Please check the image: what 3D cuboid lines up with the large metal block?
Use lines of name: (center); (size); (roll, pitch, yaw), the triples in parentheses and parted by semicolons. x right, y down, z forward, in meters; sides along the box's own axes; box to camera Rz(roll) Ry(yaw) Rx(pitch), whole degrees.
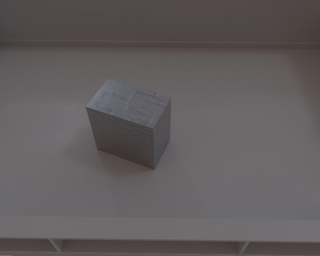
large metal block: (-0.034, -0.004, 0.372); (0.080, 0.080, 0.050); (18, 53, 14)
